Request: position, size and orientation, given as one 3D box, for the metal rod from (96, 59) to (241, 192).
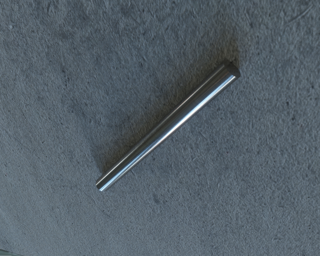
[{"bbox_3d":[-0.009,0.015,0.422,0.025,0.025,0.299,45,129,-3],"label":"metal rod"}]
